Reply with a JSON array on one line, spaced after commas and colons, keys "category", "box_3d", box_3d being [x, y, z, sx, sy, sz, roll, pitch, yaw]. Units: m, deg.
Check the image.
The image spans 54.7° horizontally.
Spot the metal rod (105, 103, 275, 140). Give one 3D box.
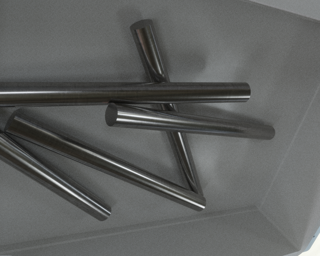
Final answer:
[{"category": "metal rod", "box_3d": [0.065, -0.003, 0.419, 0.302, 0.025, 0.025, 5, 116, -40]}]

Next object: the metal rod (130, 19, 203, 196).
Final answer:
[{"category": "metal rod", "box_3d": [0.020, 0.001, 0.421, 0.025, 0.025, 0.299, -28, 128, -11]}]

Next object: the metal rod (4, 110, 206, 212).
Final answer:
[{"category": "metal rod", "box_3d": [-0.046, 0.056, 0.403, 0.301, 0.025, 0.025, 30, 102, -33]}]

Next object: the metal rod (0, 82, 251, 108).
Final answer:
[{"category": "metal rod", "box_3d": [-0.036, -0.038, 0.341, 0.303, 0.025, 0.025, -3, 120, -19]}]

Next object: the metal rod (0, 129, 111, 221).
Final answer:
[{"category": "metal rod", "box_3d": [-0.150, 0.035, 0.340, 0.025, 0.025, 0.300, -40, 133, -1]}]
